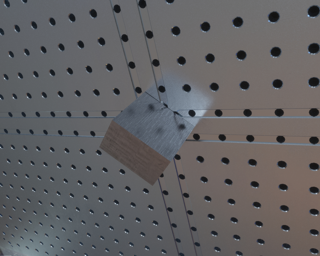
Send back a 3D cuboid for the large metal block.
[{"bbox_3d":[-0.014,0.011,0.390,0.080,0.080,0.050,35,129,4],"label":"large metal block"}]
